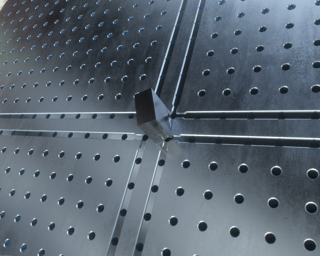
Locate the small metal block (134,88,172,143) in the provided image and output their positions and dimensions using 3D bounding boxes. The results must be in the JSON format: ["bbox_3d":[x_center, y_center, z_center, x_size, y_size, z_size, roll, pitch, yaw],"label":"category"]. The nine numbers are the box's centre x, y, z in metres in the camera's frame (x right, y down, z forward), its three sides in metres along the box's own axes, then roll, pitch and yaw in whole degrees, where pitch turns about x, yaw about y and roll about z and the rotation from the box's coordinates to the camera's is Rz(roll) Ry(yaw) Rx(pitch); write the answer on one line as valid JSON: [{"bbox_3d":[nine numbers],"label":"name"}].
[{"bbox_3d":[-0.009,-0.016,0.407,0.025,0.050,0.050,-20,54,16],"label":"small metal block"}]
